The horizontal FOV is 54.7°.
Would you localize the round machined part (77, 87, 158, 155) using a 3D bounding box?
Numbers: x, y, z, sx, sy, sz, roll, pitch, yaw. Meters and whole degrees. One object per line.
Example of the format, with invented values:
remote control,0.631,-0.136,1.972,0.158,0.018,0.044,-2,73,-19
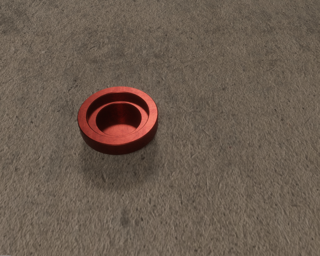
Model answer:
round machined part,-0.052,-0.005,0.396,0.099,0.042,0.098,0,50,0
